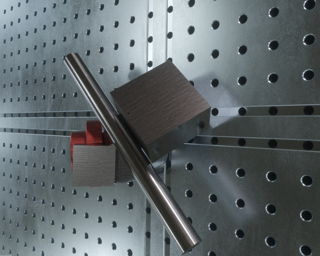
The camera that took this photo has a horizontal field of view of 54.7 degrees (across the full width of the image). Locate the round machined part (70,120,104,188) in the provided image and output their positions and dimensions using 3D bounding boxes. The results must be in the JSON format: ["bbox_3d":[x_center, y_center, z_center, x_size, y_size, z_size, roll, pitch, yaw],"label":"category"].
[{"bbox_3d":[-0.104,0.037,0.446,0.098,0.042,0.097,177,89,-78],"label":"round machined part"}]

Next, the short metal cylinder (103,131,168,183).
[{"bbox_3d":[-0.036,0.031,0.418,0.080,0.050,0.079,0,90,40],"label":"short metal cylinder"}]

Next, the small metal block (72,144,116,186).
[{"bbox_3d":[-0.082,0.046,0.388,0.025,0.050,0.050,-166,78,-80],"label":"small metal block"}]

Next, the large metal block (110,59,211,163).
[{"bbox_3d":[0.001,-0.020,0.359,0.080,0.050,0.080,-31,63,-11],"label":"large metal block"}]

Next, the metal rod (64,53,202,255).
[{"bbox_3d":[-0.047,0.012,0.378,0.025,0.025,0.300,-51,61,28],"label":"metal rod"}]
